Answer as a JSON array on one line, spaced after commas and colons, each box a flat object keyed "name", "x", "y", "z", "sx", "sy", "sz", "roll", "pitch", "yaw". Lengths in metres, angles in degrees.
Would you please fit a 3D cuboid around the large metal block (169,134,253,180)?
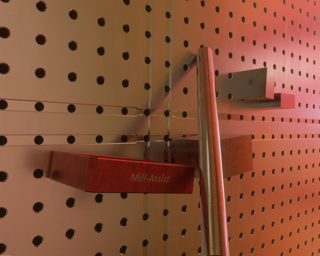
[{"name": "large metal block", "x": 0.071, "y": 0.037, "z": 0.433, "sx": 0.081, "sy": 0.080, "sz": 0.050, "roll": -6, "pitch": 94, "yaw": -40}]

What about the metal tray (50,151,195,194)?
[{"name": "metal tray", "x": -0.038, "y": 0.048, "z": 0.335, "sx": 0.131, "sy": 0.090, "sz": 0.030, "roll": 11, "pitch": 84, "yaw": -40}]

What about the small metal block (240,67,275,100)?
[{"name": "small metal block", "x": 0.167, "y": -0.074, "z": 0.533, "sx": 0.025, "sy": 0.050, "sz": 0.050, "roll": 8, "pitch": 85, "yaw": -40}]

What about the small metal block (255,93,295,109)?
[{"name": "small metal block", "x": 0.212, "y": -0.049, "z": 0.570, "sx": 0.050, "sy": 0.050, "sz": 0.025, "roll": 1, "pitch": 90, "yaw": -40}]

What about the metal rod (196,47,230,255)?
[{"name": "metal rod", "x": 0.058, "y": 0.002, "z": 0.372, "sx": 0.025, "sy": 0.025, "sz": 0.300, "roll": 38, "pitch": 40, "yaw": -34}]
